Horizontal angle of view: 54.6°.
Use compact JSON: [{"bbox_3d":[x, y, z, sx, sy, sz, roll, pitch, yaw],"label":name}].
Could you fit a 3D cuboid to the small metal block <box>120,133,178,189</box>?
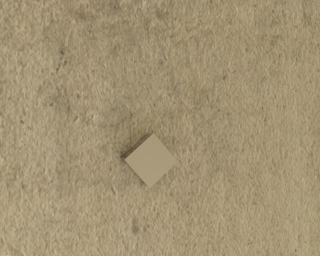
[{"bbox_3d":[-0.014,0.041,0.404,0.050,0.025,0.050,-43,104,-15],"label":"small metal block"}]
